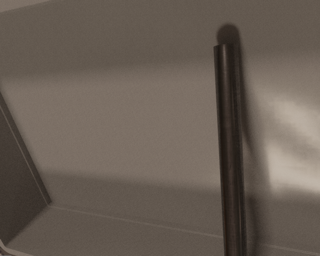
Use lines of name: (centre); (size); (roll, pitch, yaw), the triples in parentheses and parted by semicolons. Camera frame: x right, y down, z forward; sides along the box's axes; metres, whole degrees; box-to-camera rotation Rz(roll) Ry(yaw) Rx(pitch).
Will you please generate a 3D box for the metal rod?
metal rod: (0.078, 0.063, 0.335); (0.025, 0.025, 0.298); (-1, 96, 28)
